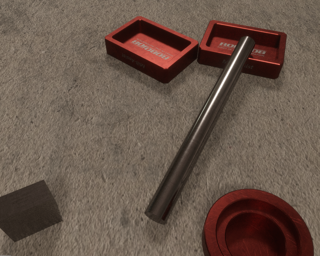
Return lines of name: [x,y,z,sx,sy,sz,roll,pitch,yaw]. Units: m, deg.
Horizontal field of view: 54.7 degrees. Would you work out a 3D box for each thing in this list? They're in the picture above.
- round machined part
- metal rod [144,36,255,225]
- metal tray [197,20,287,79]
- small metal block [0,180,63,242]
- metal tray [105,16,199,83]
round machined part: [0.090,0.112,0.299,0.099,0.042,0.098,0,50,0]
metal rod: [0.064,-0.017,0.397,0.025,0.025,0.301,22,59,17]
metal tray: [0.136,-0.133,0.512,0.131,0.030,0.090,14,51,11]
small metal block: [-0.133,0.085,0.314,0.050,0.050,0.025,-22,54,-18]
metal tray: [-0.014,-0.133,0.511,0.130,0.030,0.090,31,56,23]
